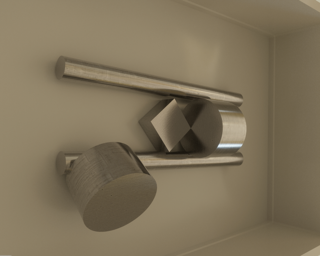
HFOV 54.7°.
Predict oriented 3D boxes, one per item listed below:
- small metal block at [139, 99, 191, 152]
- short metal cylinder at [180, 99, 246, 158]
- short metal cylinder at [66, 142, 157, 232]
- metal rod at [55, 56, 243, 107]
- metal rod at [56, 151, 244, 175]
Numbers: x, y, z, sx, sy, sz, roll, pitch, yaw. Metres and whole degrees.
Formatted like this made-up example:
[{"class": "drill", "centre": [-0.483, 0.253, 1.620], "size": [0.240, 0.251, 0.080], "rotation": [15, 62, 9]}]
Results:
[{"class": "small metal block", "centre": [0.007, -0.004, 0.413], "size": [0.050, 0.025, 0.050], "rotation": [-45, 118, -31]}, {"class": "short metal cylinder", "centre": [0.071, 0.001, 0.431], "size": [0.050, 0.080, 0.079], "rotation": [2, 89, -40]}, {"class": "short metal cylinder", "centre": [-0.051, 0.061, 0.325], "size": [0.081, 0.050, 0.079], "rotation": [-21, 135, -23]}, {"class": "metal rod", "centre": [0.012, -0.054, 0.416], "size": [0.302, 0.025, 0.025], "rotation": [4, 88, -40]}, {"class": "metal rod", "centre": [0.013, 0.044, 0.417], "size": [0.302, 0.025, 0.025], "rotation": [4, 88, -40]}]
